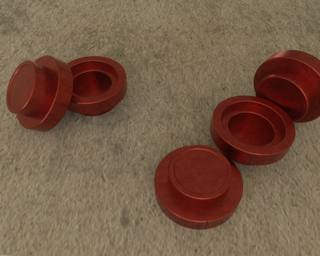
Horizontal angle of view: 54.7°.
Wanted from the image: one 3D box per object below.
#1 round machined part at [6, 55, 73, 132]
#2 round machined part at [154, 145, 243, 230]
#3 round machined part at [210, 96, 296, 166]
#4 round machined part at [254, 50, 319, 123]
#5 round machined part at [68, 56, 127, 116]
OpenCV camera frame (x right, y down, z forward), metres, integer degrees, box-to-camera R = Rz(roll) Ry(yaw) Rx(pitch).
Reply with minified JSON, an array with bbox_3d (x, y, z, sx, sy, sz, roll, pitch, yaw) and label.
[{"bbox_3d":[-0.158,-0.047,0.393,0.098,0.042,0.098,-12,71,37],"label":"round machined part"},{"bbox_3d":[0.043,0.058,0.344,0.099,0.042,0.098,0,50,0],"label":"round machined part"},{"bbox_3d":[0.111,0.007,0.385,0.099,0.042,0.098,2,47,-2],"label":"round machined part"},{"bbox_3d":[0.164,-0.046,0.397,0.098,0.097,0.042,34,58,25],"label":"round machined part"},{"bbox_3d":[-0.095,-0.055,0.437,0.099,0.042,0.098,0,50,0],"label":"round machined part"}]
